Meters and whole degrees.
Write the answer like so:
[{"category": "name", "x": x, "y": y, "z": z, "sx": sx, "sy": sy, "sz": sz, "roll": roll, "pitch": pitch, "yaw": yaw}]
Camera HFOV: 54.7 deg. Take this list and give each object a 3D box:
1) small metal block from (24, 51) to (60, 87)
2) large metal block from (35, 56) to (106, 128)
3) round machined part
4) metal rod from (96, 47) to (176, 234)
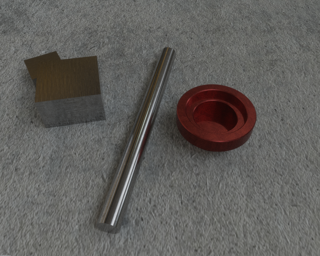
[{"category": "small metal block", "x": -0.173, "y": -0.087, "z": 0.474, "sx": 0.050, "sy": 0.025, "sz": 0.050, "roll": -23, "pitch": 54, "yaw": -19}, {"category": "large metal block", "x": -0.122, "y": -0.051, "z": 0.428, "sx": 0.081, "sy": 0.050, "sz": 0.080, "roll": -8, "pitch": 51, "yaw": -8}, {"category": "round machined part", "x": 0.070, "y": -0.009, "z": 0.400, "sx": 0.099, "sy": 0.042, "sz": 0.098, "roll": 0, "pitch": 50, "yaw": 0}, {"category": "metal rod", "x": -0.020, "y": -0.009, "z": 0.410, "sx": 0.025, "sy": 0.025, "sz": 0.300, "roll": 10, "pitch": 51, "yaw": 8}]
